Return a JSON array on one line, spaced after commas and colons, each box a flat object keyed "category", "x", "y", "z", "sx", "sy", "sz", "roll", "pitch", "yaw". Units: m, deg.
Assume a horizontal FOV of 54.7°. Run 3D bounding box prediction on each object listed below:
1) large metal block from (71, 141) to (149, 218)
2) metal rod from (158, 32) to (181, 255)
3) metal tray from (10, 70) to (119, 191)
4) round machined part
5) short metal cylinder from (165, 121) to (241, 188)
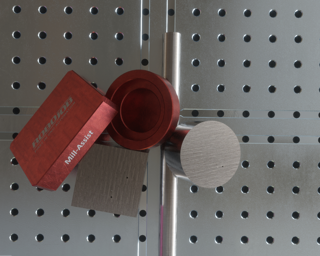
[{"category": "large metal block", "x": -0.061, "y": 0.062, "z": 0.400, "sx": 0.080, "sy": 0.050, "sz": 0.080, "roll": 10, "pitch": 90, "yaw": 0}, {"category": "metal rod", "x": 0.013, "y": 0.024, "z": 0.414, "sx": 0.025, "sy": 0.025, "sz": 0.298, "roll": 1, "pitch": 90, "yaw": 0}, {"category": "metal tray", "x": -0.121, "y": 0.001, "z": 0.385, "sx": 0.130, "sy": 0.030, "sz": 0.090, "roll": -52, "pitch": 52, "yaw": 0}, {"category": "round machined part", "x": -0.020, "y": -0.022, "z": 0.392, "sx": 0.098, "sy": 0.042, "sz": 0.097, "roll": 0, "pitch": 89, "yaw": 25}, {"category": "short metal cylinder", "x": 0.052, "y": 0.031, "z": 0.388, "sx": 0.081, "sy": 0.050, "sz": 0.079, "roll": 0, "pitch": 90, "yaw": -20}]
